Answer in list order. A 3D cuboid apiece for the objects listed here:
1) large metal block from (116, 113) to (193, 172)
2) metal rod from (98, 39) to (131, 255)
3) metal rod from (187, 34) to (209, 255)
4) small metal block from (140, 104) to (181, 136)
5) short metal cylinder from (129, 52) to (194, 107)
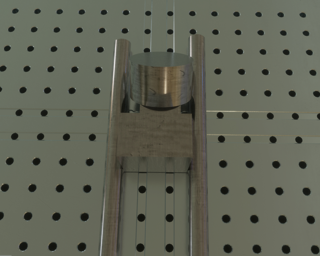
[{"bbox_3d":[-0.005,0.020,0.372,0.081,0.080,0.050,1,70,0],"label":"large metal block"},{"bbox_3d":[-0.057,0.016,0.405,0.025,0.025,0.299,1,70,0],"label":"metal rod"},{"bbox_3d":[0.049,0.009,0.409,0.025,0.025,0.299,2,70,0],"label":"metal rod"},{"bbox_3d":[0.000,-0.009,0.402,0.050,0.050,0.025,1,70,0],"label":"small metal block"},{"bbox_3d":[0.001,-0.065,0.399,0.081,0.050,0.080,1,26,0],"label":"short metal cylinder"}]
